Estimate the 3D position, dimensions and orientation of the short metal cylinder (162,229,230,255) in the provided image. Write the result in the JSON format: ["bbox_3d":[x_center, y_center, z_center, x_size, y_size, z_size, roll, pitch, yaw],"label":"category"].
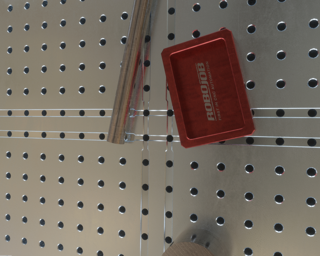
[{"bbox_3d":[0.044,0.172,0.384,0.080,0.050,0.080,0,90,20],"label":"short metal cylinder"}]

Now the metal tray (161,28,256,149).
[{"bbox_3d":[0.060,-0.046,0.388,0.090,0.030,0.129,-14,86,19],"label":"metal tray"}]

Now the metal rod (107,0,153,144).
[{"bbox_3d":[-0.032,-0.126,0.423,0.025,0.025,0.298,13,94,19],"label":"metal rod"}]
